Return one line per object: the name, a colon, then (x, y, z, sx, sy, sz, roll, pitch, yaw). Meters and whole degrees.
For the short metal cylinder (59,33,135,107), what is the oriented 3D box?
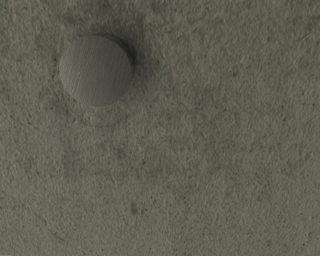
short metal cylinder: (-0.072, -0.071, 0.369, 0.081, 0.050, 0.079, 0, 110, -1)
